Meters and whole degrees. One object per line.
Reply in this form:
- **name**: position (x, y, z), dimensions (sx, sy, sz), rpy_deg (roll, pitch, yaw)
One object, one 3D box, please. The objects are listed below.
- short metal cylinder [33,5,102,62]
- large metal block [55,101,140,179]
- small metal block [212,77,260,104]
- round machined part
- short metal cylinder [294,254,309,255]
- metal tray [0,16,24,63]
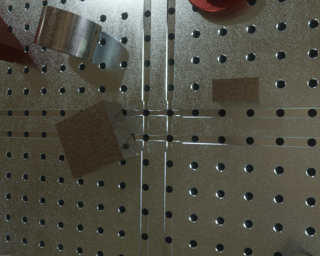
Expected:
- **short metal cylinder**: position (-0.126, -0.128, 0.428), dimensions (0.080, 0.080, 0.050), rpy_deg (20, 97, 19)
- **large metal block**: position (-0.086, 0.016, 0.430), dimensions (0.080, 0.050, 0.080), rpy_deg (-24, 82, 18)
- **small metal block**: position (0.092, -0.043, 0.367), dimensions (0.050, 0.050, 0.025), rpy_deg (0, 90, 20)
- **round machined part**: position (0.072, -0.192, 0.378), dimensions (0.098, 0.042, 0.097), rpy_deg (0, 90, 20)
- **short metal cylinder**: position (0.168, 0.179, 0.324), dimensions (0.080, 0.080, 0.050), rpy_deg (25, 99, 18)
- **metal tray**: position (-0.283, -0.164, 0.478), dimensions (0.030, 0.090, 0.130), rpy_deg (-42, 77, 15)
